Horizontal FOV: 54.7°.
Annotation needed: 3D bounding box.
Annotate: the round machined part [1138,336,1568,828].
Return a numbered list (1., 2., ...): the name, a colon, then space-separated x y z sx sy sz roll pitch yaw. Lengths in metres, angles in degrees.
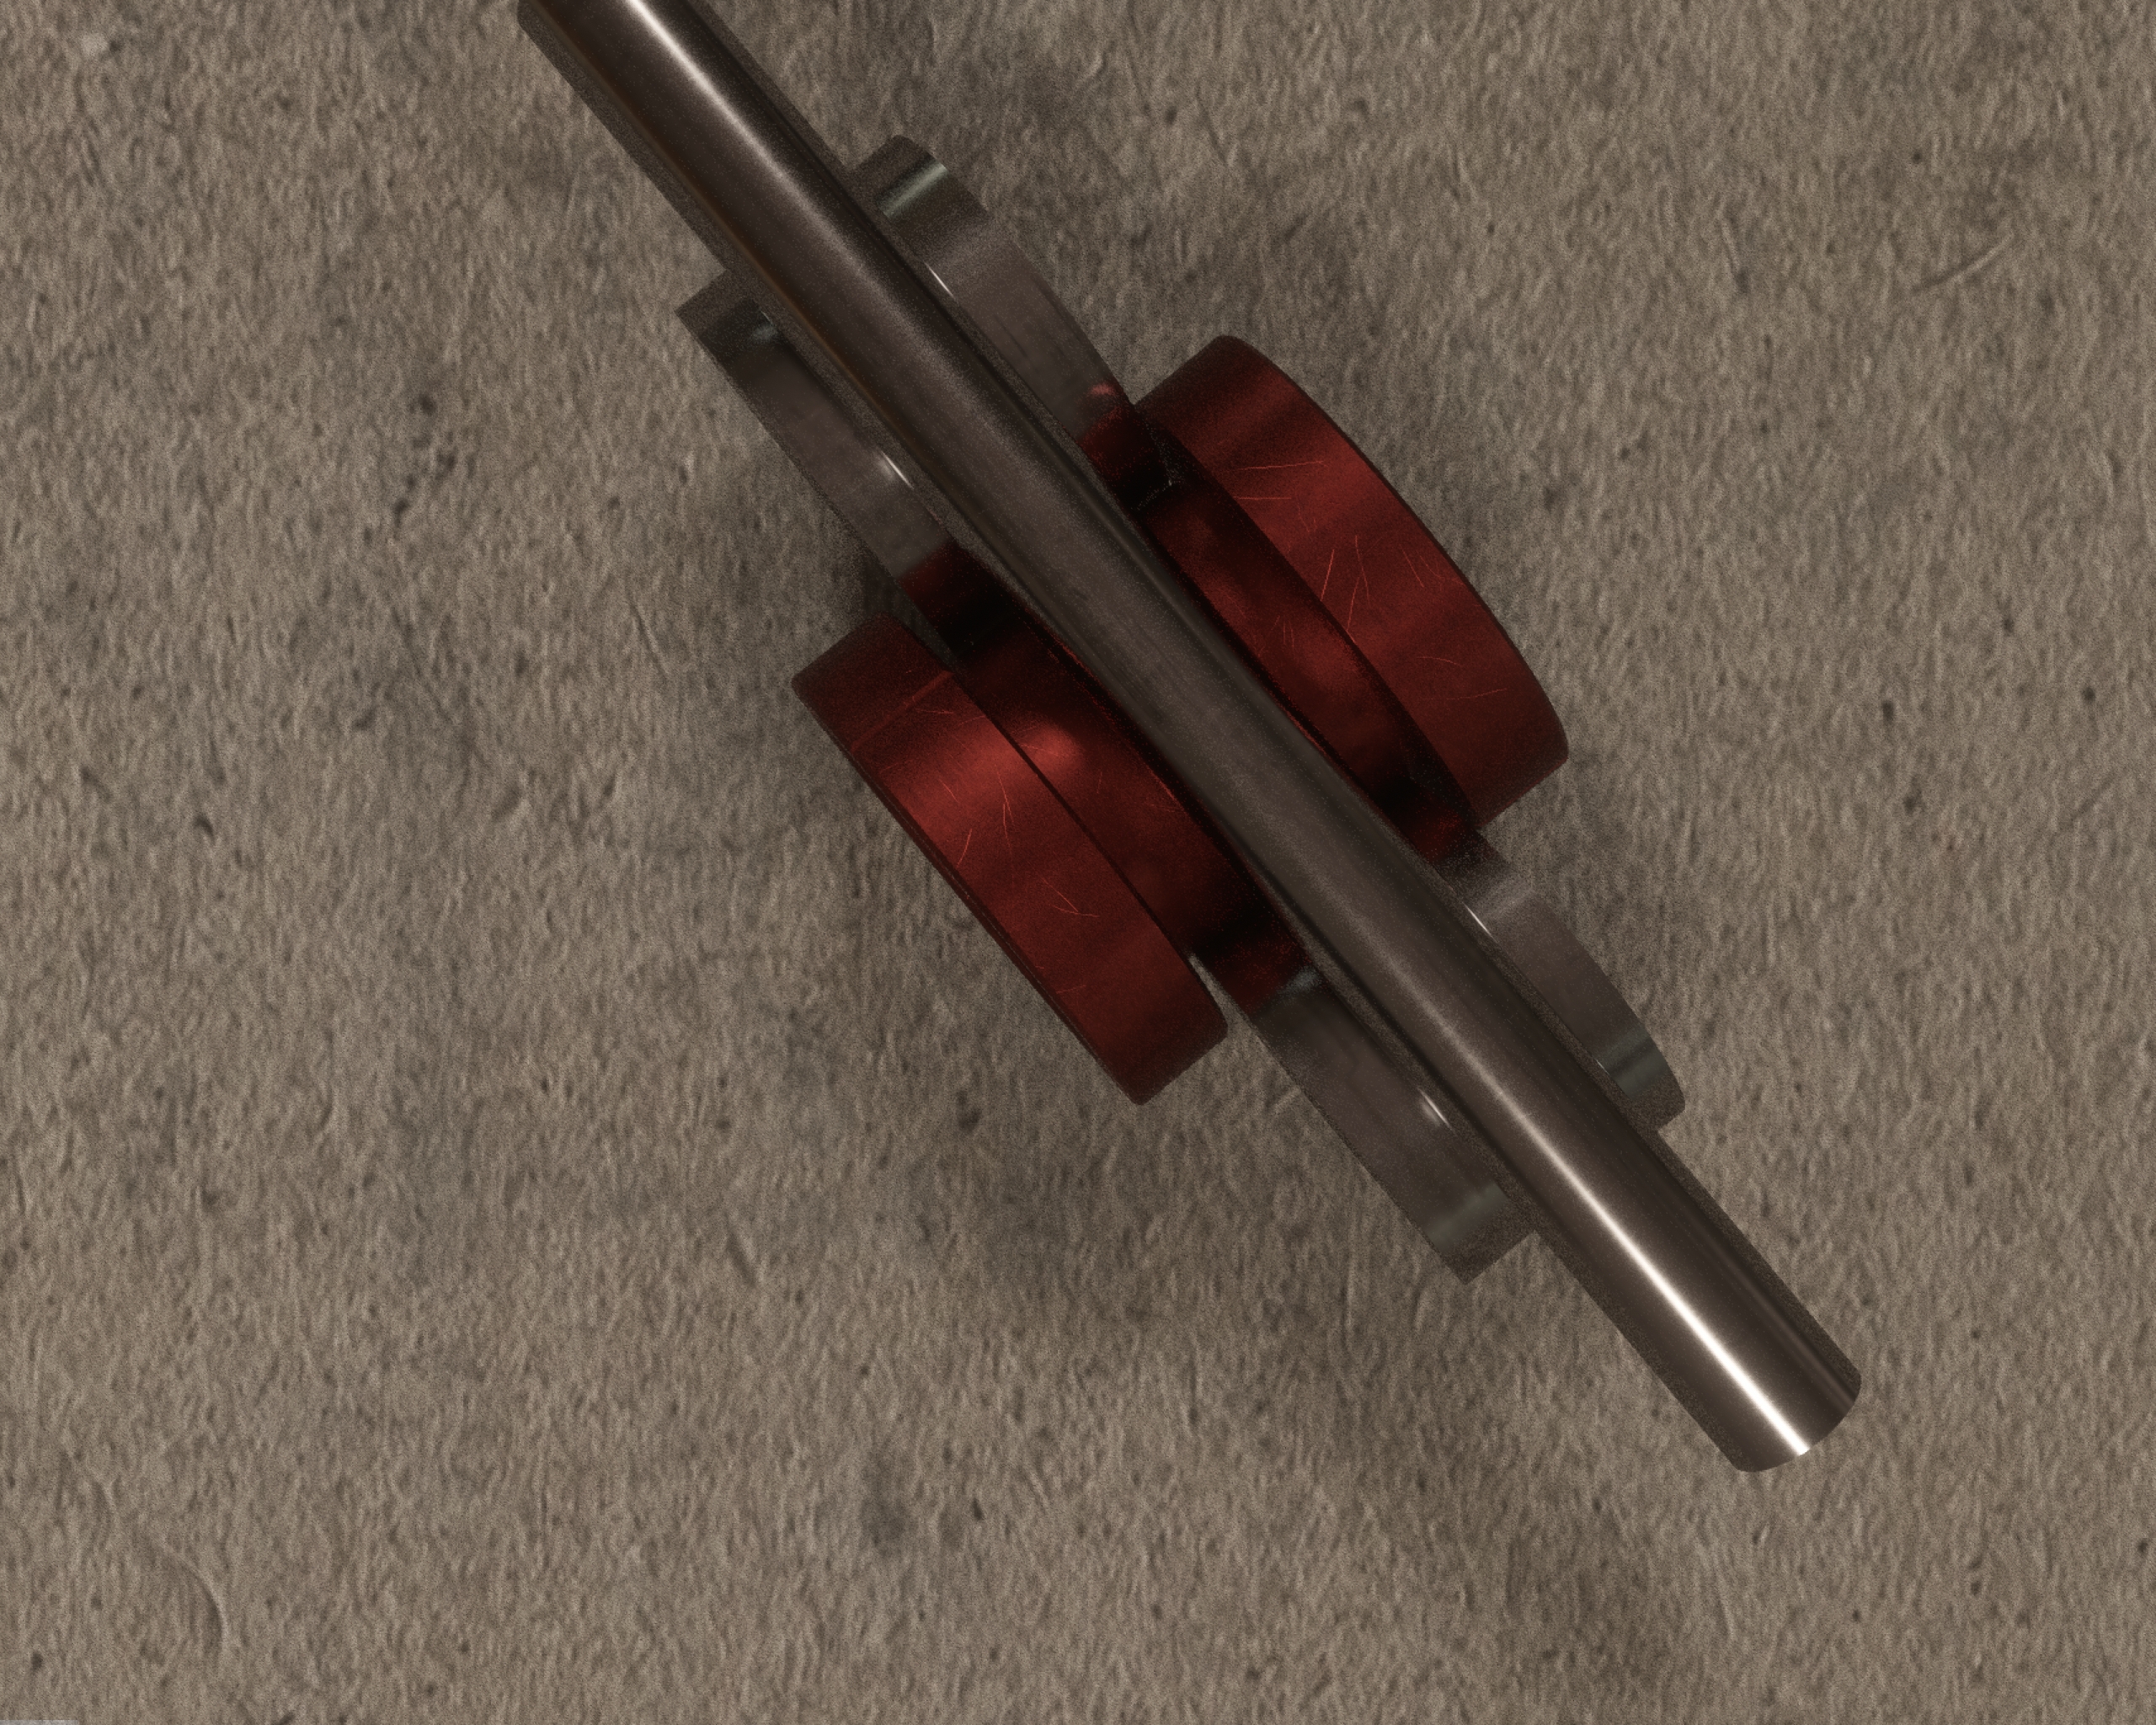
1. round machined part: 0.040 -0.043 0.375 0.042 0.098 0.098 -39 90 5

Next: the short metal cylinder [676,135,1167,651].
1. short metal cylinder: -0.028 -0.084 0.383 0.050 0.080 0.080 -39 91 0

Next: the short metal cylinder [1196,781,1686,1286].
1. short metal cylinder: 0.065 0.030 0.384 0.050 0.080 0.080 -39 91 0

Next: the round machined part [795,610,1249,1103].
1. round machined part: -0.004 -0.007 0.373 0.042 0.098 0.098 -39 91 -4

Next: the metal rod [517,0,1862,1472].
1. metal rod: 0.018 -0.026 0.332 0.025 0.025 0.300 -40 91 0
